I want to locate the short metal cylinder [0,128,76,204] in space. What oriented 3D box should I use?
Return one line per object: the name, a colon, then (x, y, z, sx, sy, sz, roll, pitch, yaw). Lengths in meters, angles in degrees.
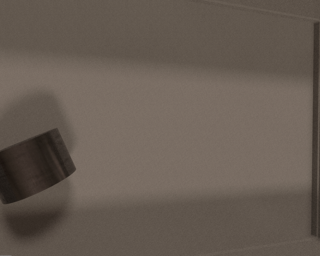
short metal cylinder: (-0.138, 0.038, 0.331, 0.081, 0.080, 0.050, -25, 99, -19)
